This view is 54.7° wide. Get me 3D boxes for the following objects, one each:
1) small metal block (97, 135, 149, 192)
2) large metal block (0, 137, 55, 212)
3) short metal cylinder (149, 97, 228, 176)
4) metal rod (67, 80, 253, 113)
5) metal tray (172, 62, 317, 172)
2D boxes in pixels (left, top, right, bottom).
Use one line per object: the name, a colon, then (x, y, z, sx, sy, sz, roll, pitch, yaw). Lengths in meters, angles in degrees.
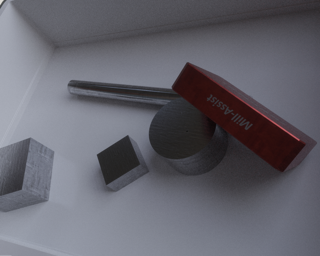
small metal block: (-0.049, 0.046, 0.402, 0.050, 0.025, 0.050, -32, 52, 7)
large metal block: (-0.208, 0.070, 0.454, 0.080, 0.050, 0.080, -18, 55, 17)
short metal cylinder: (0.034, 0.010, 0.365, 0.080, 0.050, 0.080, -13, 56, 20)
metal rod: (-0.020, -0.047, 0.443, 0.300, 0.025, 0.025, 10, 67, 32)
metal tray: (0.084, -0.013, 0.308, 0.130, 0.090, 0.030, 41, 109, 27)
